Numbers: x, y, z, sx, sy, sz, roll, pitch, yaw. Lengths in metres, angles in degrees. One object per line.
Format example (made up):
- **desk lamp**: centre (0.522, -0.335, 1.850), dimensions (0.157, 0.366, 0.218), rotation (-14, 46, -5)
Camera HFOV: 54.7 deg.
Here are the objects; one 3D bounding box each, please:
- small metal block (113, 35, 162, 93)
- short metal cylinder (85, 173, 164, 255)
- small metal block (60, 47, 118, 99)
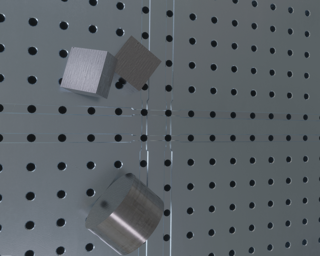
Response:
- **small metal block**: centre (-0.035, -0.081, 0.400), dimensions (0.050, 0.025, 0.050), rotation (38, 78, -16)
- **short metal cylinder**: centre (-0.042, 0.100, 0.368), dimensions (0.050, 0.080, 0.080), rotation (45, 76, -15)
- **small metal block**: centre (-0.084, -0.065, 0.367), dimensions (0.050, 0.025, 0.050), rotation (12, 85, 21)
